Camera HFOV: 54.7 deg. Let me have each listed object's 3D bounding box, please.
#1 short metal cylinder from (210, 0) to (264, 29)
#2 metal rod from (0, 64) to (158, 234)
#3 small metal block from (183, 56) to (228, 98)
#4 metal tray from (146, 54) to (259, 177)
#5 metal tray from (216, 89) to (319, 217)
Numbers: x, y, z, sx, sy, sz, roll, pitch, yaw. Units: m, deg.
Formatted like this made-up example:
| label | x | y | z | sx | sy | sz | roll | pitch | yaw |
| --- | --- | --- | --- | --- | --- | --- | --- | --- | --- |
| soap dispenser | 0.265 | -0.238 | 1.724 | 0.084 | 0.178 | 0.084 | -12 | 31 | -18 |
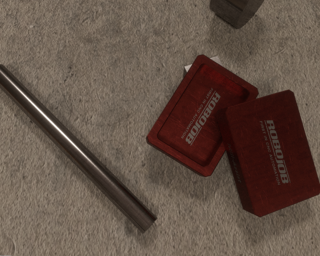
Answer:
| label | x | y | z | sx | sy | sz | roll | pitch | yaw |
| --- | --- | --- | --- | --- | --- | --- | --- | --- | --- |
| short metal cylinder | 0.118 | -0.194 | 0.451 | 0.050 | 0.080 | 0.080 | 40 | 75 | 13 |
| metal rod | -0.120 | 0.018 | 0.399 | 0.300 | 0.025 | 0.025 | 42 | 75 | 13 |
| small metal block | 0.066 | -0.067 | 0.433 | 0.050 | 0.025 | 0.050 | -20 | 71 | -8 |
| metal tray | 0.053 | -0.015 | 0.392 | 0.090 | 0.030 | 0.130 | 32 | 81 | -1 |
| metal tray | 0.129 | 0.028 | 0.370 | 0.091 | 0.030 | 0.129 | -16 | 91 | -12 |
